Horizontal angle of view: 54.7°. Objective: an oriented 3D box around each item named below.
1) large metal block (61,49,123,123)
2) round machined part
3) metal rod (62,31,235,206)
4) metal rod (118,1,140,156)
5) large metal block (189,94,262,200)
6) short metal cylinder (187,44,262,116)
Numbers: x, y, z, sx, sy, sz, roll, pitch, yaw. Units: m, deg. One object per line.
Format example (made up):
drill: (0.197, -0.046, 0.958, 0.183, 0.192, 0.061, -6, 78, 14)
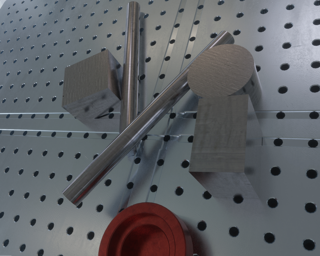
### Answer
large metal block: (-0.102, -0.065, 0.486, 0.080, 0.050, 0.080, -19, 54, 17)
round machined part: (-0.012, 0.131, 0.323, 0.098, 0.042, 0.098, -13, 56, 21)
metal rod: (-0.006, -0.021, 0.402, 0.301, 0.025, 0.025, -46, 51, -13)
metal rod: (-0.046, -0.095, 0.490, 0.025, 0.025, 0.299, -14, 56, 20)
large metal block: (0.072, 0.022, 0.321, 0.050, 0.080, 0.080, -3, 60, 27)
short metal cylinder: (0.081, -0.057, 0.385, 0.080, 0.050, 0.080, -13, 56, 21)
